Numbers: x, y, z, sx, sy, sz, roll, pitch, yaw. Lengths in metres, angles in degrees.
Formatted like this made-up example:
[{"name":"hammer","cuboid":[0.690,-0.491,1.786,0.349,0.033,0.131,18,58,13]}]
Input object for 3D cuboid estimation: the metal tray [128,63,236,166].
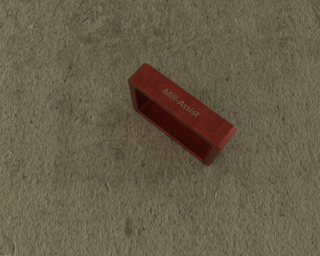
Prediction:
[{"name":"metal tray","cuboid":[0.023,-0.013,0.380,0.130,0.090,0.030,38,74,12]}]
